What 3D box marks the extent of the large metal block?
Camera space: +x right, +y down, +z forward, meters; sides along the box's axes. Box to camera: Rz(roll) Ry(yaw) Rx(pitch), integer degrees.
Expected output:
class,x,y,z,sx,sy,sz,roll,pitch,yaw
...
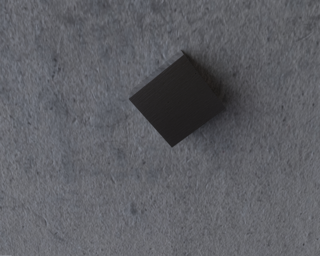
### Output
class,x,y,z,sx,sy,sz,roll,pitch,yaw
large metal block,0.020,-0.037,0.383,0.080,0.050,0.080,-38,106,12
